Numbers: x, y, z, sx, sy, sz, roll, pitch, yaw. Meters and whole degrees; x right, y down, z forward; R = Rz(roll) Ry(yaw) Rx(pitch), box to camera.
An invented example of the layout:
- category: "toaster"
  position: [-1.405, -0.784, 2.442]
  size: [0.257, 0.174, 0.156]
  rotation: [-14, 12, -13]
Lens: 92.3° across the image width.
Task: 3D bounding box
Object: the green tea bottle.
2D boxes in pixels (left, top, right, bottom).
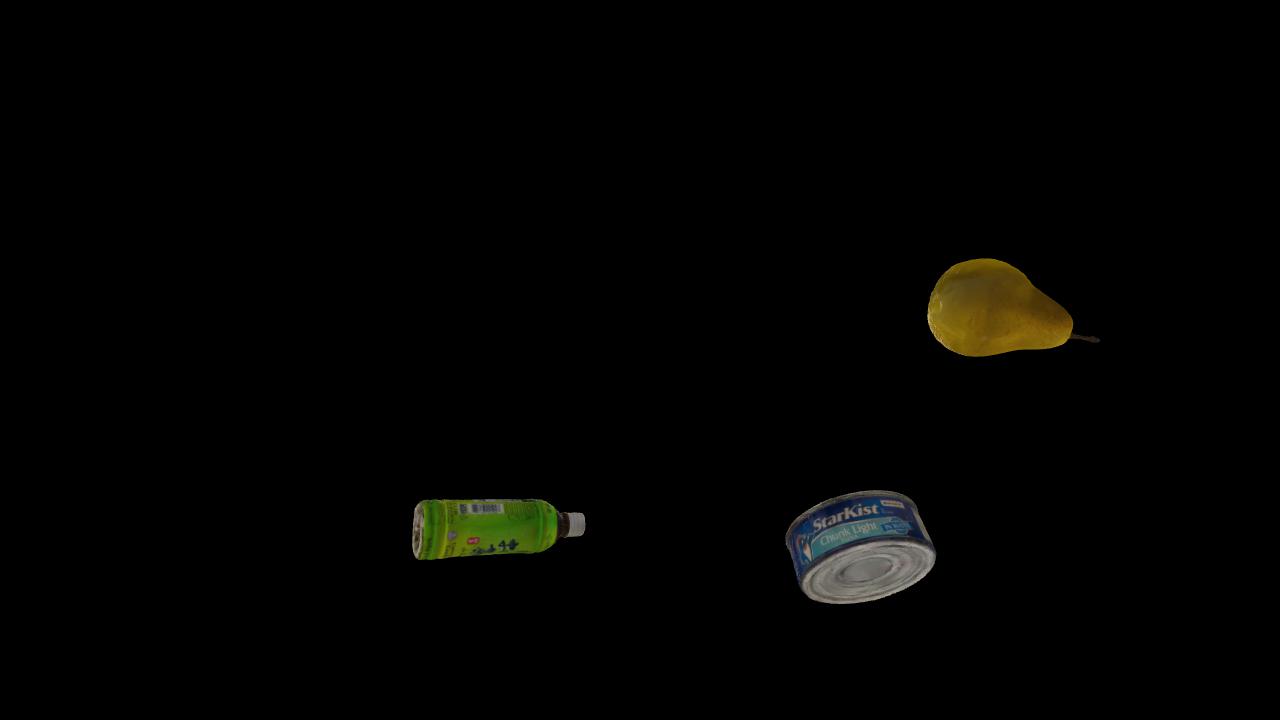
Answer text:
- category: "green tea bottle"
  position: [-0.171, 0.209, 0.773]
  size: [0.212, 0.073, 0.073]
  rotation: [5, -2, -26]

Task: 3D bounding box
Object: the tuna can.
- category: "tuna can"
  position: [0.135, 0.118, 0.379]
  size: [0.084, 0.084, 0.034]
  rotation: [-3, 45, -3]

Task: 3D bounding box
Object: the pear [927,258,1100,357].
- category: "pear"
  position: [0.279, -0.031, 0.462]
  size: [0.111, 0.080, 0.080]
  rotation: [23, 14, 36]
